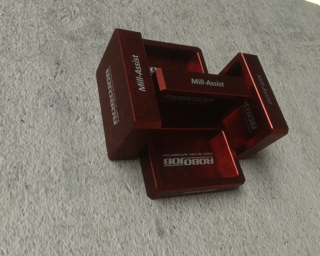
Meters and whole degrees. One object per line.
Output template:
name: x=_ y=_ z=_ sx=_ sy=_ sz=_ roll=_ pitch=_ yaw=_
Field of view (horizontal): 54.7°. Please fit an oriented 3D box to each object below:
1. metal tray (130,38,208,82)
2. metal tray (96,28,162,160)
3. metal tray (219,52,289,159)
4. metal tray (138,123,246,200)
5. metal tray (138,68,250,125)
metal tray: x=0.010 y=-0.082 z=0.457 sx=0.131 sy=0.030 sz=0.090 roll=0 pitch=65 yaw=-28
metal tray: x=-0.042 y=-0.038 z=0.364 sx=0.030 sy=0.090 sz=0.130 roll=1 pitch=62 yaw=-28
metal tray: x=0.120 y=-0.031 z=0.447 sx=0.030 sy=0.090 sz=0.130 roll=1 pitch=61 yaw=-28
metal tray: x=0.039 y=0.039 z=0.401 sx=0.131 sy=0.030 sz=0.090 roll=1 pitch=60 yaw=-28
metal tray: x=0.039 y=-0.034 z=0.407 sx=0.131 sy=0.090 sz=0.030 roll=1 pitch=63 yaw=-28
